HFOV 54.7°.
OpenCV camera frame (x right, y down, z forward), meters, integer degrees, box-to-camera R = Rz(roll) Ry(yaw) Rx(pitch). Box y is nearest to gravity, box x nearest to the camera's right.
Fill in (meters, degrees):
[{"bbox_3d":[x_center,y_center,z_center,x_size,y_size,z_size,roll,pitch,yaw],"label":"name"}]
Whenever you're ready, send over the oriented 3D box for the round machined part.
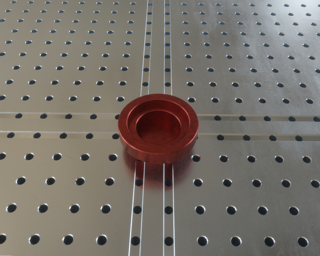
[{"bbox_3d":[-0.002,0.005,0.392,0.099,0.042,0.098,0,50,0],"label":"round machined part"}]
